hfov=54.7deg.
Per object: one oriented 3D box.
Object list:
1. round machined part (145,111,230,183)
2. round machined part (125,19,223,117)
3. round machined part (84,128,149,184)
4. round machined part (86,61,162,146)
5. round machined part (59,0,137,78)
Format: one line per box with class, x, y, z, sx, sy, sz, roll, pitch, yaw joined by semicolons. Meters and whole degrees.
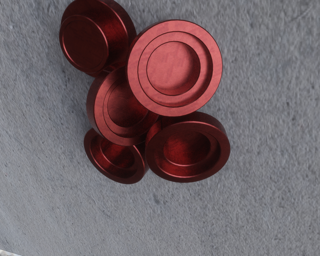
round machined part;0.031;0.018;0.373;0.099;0.042;0.097;-2;129;-2
round machined part;0.012;-0.064;0.329;0.099;0.042;0.097;-4;110;-10
round machined part;-0.055;0.029;0.437;0.098;0.042;0.097;16;130;21
round machined part;-0.042;-0.031;0.370;0.042;0.099;0.097;26;135;51
round machined part;-0.080;-0.104;0.372;0.098;0.042;0.097;13;124;20
